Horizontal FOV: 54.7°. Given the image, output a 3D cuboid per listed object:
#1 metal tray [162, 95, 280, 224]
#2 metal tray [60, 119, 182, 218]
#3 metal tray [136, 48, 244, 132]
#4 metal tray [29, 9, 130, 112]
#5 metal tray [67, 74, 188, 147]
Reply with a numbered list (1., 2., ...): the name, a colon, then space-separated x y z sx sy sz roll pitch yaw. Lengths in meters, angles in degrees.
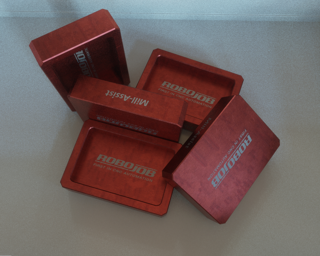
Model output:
1. metal tray: 0.076 0.036 0.372 0.090 0.030 0.130 45 74 -15
2. metal tray: -0.044 0.049 0.385 0.131 0.030 0.090 15 71 5
3. metal tray: 0.037 -0.047 0.423 0.131 0.030 0.090 20 71 6
4. metal tray: -0.088 -0.075 0.377 0.090 0.130 0.030 -29 73 -10
5. metal tray: -0.036 -0.017 0.378 0.131 0.090 0.030 15 71 5
